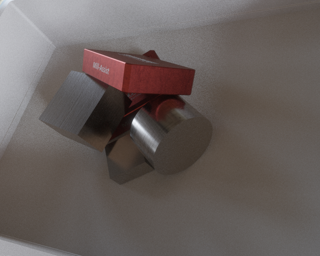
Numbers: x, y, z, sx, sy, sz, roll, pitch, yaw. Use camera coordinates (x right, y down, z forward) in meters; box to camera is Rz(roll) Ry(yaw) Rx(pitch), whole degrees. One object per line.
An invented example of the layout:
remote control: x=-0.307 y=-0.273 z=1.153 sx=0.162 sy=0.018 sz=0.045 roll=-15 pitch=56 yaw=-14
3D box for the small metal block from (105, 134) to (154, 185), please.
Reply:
small metal block: x=-0.040 y=0.038 z=0.400 sx=0.050 sy=0.025 sz=0.050 roll=-26 pitch=53 yaw=12

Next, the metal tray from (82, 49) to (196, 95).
metal tray: x=-0.031 y=-0.071 z=0.383 sx=0.130 sy=0.091 sz=0.030 roll=31 pitch=117 yaw=52

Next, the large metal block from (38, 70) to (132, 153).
large metal block: x=-0.098 y=-0.024 z=0.411 sx=0.080 sy=0.050 sz=0.080 roll=18 pitch=71 yaw=34

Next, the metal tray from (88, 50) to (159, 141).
metal tray: x=-0.046 y=-0.047 z=0.451 sx=0.130 sy=0.030 sz=0.090 roll=-30 pitch=52 yaw=8

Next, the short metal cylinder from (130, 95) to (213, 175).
short metal cylinder: x=0.013 y=0.007 z=0.357 sx=0.080 sy=0.080 sz=0.050 roll=-43 pitch=51 yaw=-2
